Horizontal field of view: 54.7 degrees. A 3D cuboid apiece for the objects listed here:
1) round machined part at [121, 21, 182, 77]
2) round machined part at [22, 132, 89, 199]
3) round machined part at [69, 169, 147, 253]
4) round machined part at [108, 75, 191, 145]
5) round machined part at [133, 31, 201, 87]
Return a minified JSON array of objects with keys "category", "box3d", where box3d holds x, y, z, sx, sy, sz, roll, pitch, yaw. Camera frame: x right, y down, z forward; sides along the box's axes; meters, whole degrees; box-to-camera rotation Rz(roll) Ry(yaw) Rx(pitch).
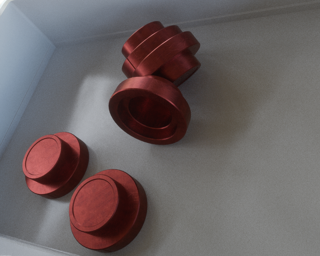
[{"category":"round machined part","box3d":[-0.014,-0.108,0.428,0.098,0.098,0.042,-37,86,3]},{"category":"round machined part","box3d":[-0.156,0.048,0.445,0.098,0.042,0.098,-13,56,20]},{"category":"round machined part","box3d":[-0.068,0.095,0.371,0.098,0.042,0.098,-13,56,20]},{"category":"round machined part","box3d":[-0.009,-0.026,0.380,0.098,0.098,0.042,0,48,28]},{"category":"round machined part","box3d":[0.015,-0.079,0.411,0.098,0.098,0.042,-37,87,3]}]
